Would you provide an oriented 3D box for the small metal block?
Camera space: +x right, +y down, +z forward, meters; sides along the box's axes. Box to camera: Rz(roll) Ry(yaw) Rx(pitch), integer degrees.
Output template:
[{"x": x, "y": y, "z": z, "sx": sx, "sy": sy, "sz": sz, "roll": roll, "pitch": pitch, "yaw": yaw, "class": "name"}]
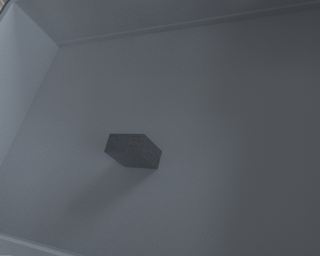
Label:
[{"x": -0.033, "y": 0.030, "z": 0.390, "sx": 0.050, "sy": 0.050, "sz": 0.025, "roll": 0, "pitch": 62, "yaw": 28, "class": "small metal block"}]
